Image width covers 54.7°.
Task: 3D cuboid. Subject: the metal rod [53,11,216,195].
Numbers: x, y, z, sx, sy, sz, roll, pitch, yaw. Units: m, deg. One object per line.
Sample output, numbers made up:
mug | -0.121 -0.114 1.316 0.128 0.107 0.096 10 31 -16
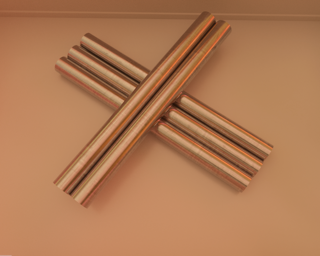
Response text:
metal rod | -0.022 -0.042 0.397 0.025 0.025 0.300 36 74 12

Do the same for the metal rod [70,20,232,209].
metal rod | -0.001 -0.029 0.392 0.025 0.025 0.300 36 74 12

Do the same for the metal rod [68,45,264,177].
metal rod | -0.001 -0.028 0.418 0.301 0.025 0.025 33 73 11

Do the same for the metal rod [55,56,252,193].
metal rod | -0.017 -0.010 0.412 0.301 0.025 0.025 33 73 11

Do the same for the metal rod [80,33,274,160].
metal rod | 0.015 -0.048 0.425 0.300 0.025 0.025 33 73 11
